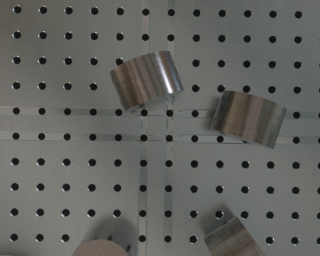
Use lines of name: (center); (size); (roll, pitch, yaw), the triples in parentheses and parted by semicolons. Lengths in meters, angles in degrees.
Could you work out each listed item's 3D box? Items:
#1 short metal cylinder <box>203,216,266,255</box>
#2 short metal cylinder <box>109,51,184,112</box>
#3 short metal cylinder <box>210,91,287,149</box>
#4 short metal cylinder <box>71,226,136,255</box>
short metal cylinder: (0.098, 0.158, 0.387); (0.050, 0.080, 0.080); (-35, 90, 0)
short metal cylinder: (-0.016, -0.056, 0.386); (0.080, 0.080, 0.050); (-20, 90, 0)
short metal cylinder: (0.109, -0.010, 0.387); (0.080, 0.080, 0.050); (18, 90, 0)
short metal cylinder: (-0.073, 0.175, 0.400); (0.081, 0.050, 0.079); (0, 90, 0)
